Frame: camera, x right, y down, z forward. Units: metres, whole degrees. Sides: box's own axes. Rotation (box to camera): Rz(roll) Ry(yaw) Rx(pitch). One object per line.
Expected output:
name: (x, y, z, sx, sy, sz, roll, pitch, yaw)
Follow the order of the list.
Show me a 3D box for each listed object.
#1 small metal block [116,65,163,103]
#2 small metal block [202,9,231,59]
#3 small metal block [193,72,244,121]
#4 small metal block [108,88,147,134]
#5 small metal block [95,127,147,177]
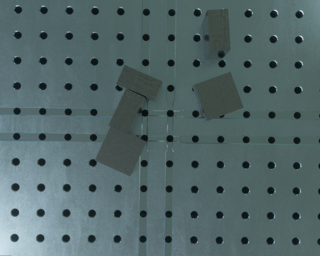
small metal block: (-0.025, -0.055, 0.401, 0.050, 0.050, 0.025, 23, 90, 0)
small metal block: (0.072, -0.119, 0.401, 0.025, 0.050, 0.050, -4, 90, 0)
small metal block: (0.076, -0.041, 0.414, 0.050, 0.025, 0.050, -20, 90, 0)
small metal block: (-0.040, -0.020, 0.401, 0.025, 0.050, 0.050, 25, 90, 0)
small metal block: (-0.051, 0.030, 0.413, 0.050, 0.025, 0.050, 25, 90, 0)
